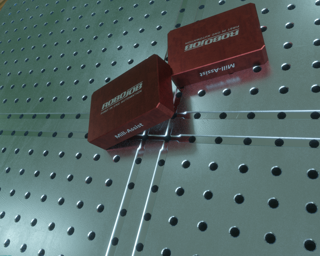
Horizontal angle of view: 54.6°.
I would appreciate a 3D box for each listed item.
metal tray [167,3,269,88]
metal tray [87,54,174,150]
[{"bbox_3d":[0.076,-0.115,0.437,0.130,0.030,0.090,-13,56,21],"label":"metal tray"},{"bbox_3d":[-0.043,-0.034,0.430,0.130,0.030,0.090,-25,51,30],"label":"metal tray"}]
